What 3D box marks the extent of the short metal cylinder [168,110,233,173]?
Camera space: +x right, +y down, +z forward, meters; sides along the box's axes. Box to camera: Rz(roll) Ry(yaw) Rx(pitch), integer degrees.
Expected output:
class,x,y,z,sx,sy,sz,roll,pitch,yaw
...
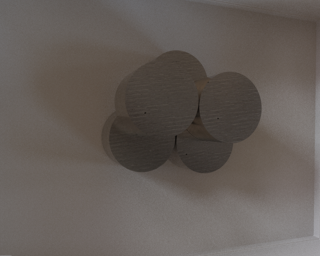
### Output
class,x,y,z,sx,sy,sz,roll,pitch,yaw
short metal cylinder,0.049,0.017,0.413,0.081,0.050,0.080,0,90,-20

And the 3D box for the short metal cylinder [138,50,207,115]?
class,x,y,z,sx,sy,sz,roll,pitch,yaw
short metal cylinder,0.014,-0.055,0.401,0.081,0.050,0.080,0,90,-20

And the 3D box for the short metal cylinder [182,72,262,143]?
class,x,y,z,sx,sy,sz,roll,pitch,yaw
short metal cylinder,0.071,-0.023,0.367,0.081,0.050,0.080,0,90,-20

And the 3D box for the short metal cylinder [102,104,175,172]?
class,x,y,z,sx,sy,sz,roll,pitch,yaw
short metal cylinder,-0.028,0.012,0.385,0.081,0.050,0.080,0,90,-20

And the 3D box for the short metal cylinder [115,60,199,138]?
class,x,y,z,sx,sy,sz,roll,pitch,yaw
short metal cylinder,-0.005,-0.030,0.340,0.081,0.050,0.080,0,90,-20
